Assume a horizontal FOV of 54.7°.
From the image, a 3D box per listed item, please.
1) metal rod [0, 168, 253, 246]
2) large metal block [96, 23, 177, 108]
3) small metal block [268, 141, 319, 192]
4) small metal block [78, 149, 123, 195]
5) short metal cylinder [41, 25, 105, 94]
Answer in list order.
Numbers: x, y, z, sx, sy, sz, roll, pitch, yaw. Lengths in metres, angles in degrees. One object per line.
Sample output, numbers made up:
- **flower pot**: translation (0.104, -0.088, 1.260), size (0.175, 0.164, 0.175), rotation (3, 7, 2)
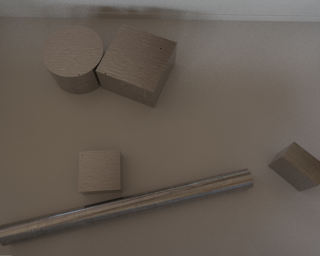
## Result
- **metal rod**: translation (-0.036, 0.094, 0.374), size (0.302, 0.025, 0.025), rotation (-12, 71, -5)
- **large metal block**: translation (-0.030, -0.085, 0.427), size (0.080, 0.050, 0.080), rotation (21, 71, 7)
- **small metal block**: translation (0.169, 0.049, 0.381), size (0.050, 0.050, 0.025), rotation (41, 75, 13)
- **small metal block**: translation (-0.074, 0.056, 0.388), size (0.050, 0.025, 0.050), rotation (-3, 70, -2)
- **short metal cylinder**: translation (-0.115, -0.094, 0.429), size (0.081, 0.050, 0.080), rotation (0, 70, 0)
